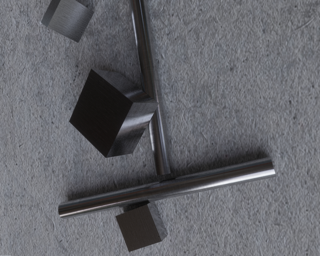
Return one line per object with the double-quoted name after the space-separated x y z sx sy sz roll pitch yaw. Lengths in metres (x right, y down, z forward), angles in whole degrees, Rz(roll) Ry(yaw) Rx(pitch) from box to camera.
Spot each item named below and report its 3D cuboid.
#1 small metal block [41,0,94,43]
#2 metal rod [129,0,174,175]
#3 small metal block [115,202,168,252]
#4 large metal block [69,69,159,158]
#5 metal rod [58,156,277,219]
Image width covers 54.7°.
-0.130 -0.157 0.437 0.025 0.050 0.050 40 104 40 "small metal block"
-0.017 -0.088 0.413 0.025 0.025 0.298 -10 87 19 "metal rod"
-0.025 0.131 0.417 0.050 0.025 0.050 -25 82 18 "small metal block"
-0.061 -0.020 0.401 0.080 0.050 0.080 39 113 27 "large metal block"
-0.005 0.083 0.409 0.301 0.025 0.025 -16 85 18 "metal rod"
